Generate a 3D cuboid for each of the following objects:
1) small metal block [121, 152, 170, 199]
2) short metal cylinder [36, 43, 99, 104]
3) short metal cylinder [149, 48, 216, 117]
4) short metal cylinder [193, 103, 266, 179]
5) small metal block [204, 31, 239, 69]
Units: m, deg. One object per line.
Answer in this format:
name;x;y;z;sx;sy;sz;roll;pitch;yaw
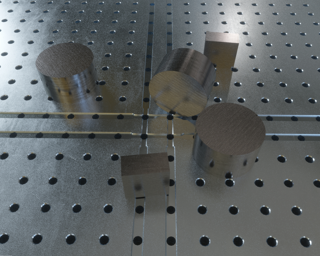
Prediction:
small metal block;-0.016;0.054;0.346;0.050;0.050;0.025;-5;50;-4
short metal cylinder;-0.135;-0.082;0.459;0.081;0.050;0.080;0;50;0
short metal cylinder;0.031;-0.061;0.423;0.080;0.080;0.050;15;52;12
short metal cylinder;0.082;0.015;0.379;0.081;0.050;0.080;0;50;0
small metal block;0.096;-0.124;0.496;0.050;0.050;0.025;6;51;5
